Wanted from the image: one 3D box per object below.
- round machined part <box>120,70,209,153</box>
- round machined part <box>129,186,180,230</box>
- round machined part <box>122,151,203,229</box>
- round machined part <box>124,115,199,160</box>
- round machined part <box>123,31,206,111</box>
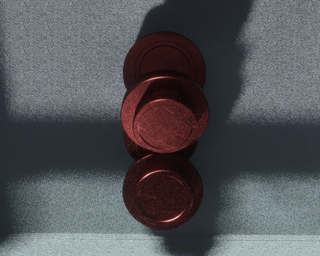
[{"bbox_3d":[0.005,-0.011,0.342,0.099,0.042,0.097,0,123,0],"label":"round machined part"},{"bbox_3d":[0.004,0.102,0.424,0.099,0.042,0.097,0,125,0],"label":"round machined part"},{"bbox_3d":[0.004,0.078,0.375,0.099,0.042,0.097,0,99,-1],"label":"round machined part"},{"bbox_3d":[0.002,0.012,0.405,0.099,0.042,0.097,0,109,0],"label":"round machined part"},{"bbox_3d":[0.005,-0.065,0.365,0.099,0.042,0.097,0,94,-1],"label":"round machined part"}]
